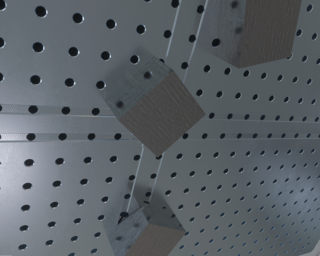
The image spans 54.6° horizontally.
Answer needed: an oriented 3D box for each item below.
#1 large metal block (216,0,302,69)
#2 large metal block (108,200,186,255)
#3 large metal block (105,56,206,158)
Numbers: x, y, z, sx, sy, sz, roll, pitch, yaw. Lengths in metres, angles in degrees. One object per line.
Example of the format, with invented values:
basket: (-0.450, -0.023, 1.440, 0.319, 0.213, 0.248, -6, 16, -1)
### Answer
large metal block: (0.119, -0.126, 0.381, 0.081, 0.050, 0.080, -15, 125, -20)
large metal block: (-0.020, 0.169, 0.487, 0.080, 0.050, 0.080, 27, 104, -37)
large metal block: (-0.005, -0.025, 0.377, 0.080, 0.050, 0.080, -42, 129, 1)
